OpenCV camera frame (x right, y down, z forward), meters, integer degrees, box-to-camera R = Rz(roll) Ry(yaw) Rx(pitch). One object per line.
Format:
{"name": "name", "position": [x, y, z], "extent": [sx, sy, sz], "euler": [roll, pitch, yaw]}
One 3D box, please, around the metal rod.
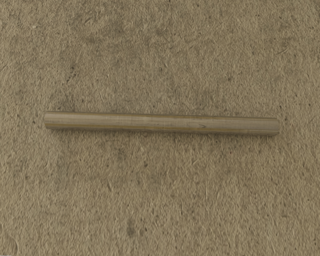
{"name": "metal rod", "position": [0.002, -0.006, 0.412], "extent": [0.302, 0.025, 0.025], "euler": [2, 70, 0]}
